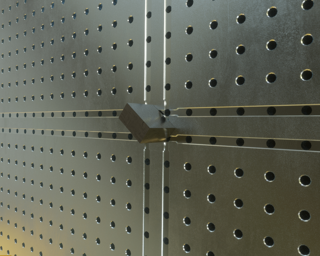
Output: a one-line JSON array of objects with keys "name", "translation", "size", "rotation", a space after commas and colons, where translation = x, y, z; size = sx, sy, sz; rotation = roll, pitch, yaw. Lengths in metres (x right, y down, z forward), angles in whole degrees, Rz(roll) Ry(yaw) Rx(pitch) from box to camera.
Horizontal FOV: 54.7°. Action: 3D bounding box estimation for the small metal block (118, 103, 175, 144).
[{"name": "small metal block", "translation": [-0.017, -0.007, 0.405], "size": [0.050, 0.050, 0.025], "rotation": [47, 118, 29]}]
